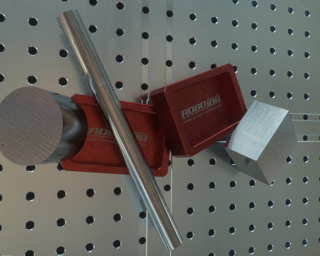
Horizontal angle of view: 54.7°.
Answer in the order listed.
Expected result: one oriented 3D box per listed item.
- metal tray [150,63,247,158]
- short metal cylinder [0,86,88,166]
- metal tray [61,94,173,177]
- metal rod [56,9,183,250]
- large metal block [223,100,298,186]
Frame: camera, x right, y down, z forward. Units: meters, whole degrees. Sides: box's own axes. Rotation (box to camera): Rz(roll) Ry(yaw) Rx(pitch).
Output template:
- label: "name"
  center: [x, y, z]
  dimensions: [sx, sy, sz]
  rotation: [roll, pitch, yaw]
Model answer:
- label: "metal tray"
  center: [0.058, -0.026, 0.411]
  dimensions: [0.131, 0.030, 0.090]
  rotation: [-25, 99, -35]
- label: "short metal cylinder"
  center: [-0.126, -0.001, 0.333]
  dimensions: [0.080, 0.050, 0.080]
  rotation: [-1, 86, 15]
- label: "metal tray"
  center: [-0.052, 0.011, 0.390]
  dimensions: [0.131, 0.030, 0.089]
  rotation: [7, 88, -20]
- label: "metal rod"
  center: [-0.043, 0.010, 0.365]
  dimensions: [0.025, 0.025, 0.299]
  rotation: [-27, 99, -18]
- label: "large metal block"
  center: [0.143, 0.022, 0.433]
  dimensions: [0.080, 0.050, 0.080]
  rotation: [-53, 137, -12]
